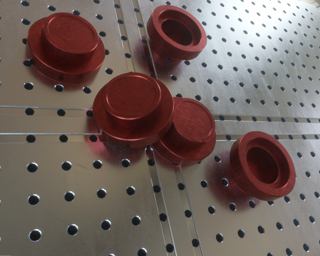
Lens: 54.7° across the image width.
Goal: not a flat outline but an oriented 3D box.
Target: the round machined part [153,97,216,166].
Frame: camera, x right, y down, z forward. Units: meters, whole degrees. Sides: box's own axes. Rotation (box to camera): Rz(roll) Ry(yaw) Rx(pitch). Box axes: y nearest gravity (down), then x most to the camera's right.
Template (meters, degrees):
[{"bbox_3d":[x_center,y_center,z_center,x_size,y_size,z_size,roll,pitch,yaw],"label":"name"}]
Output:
[{"bbox_3d":[0.035,-0.002,0.419,0.099,0.042,0.098,14,56,-21],"label":"round machined part"}]

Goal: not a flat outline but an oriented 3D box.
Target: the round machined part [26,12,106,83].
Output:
[{"bbox_3d":[-0.118,-0.110,0.401,0.099,0.042,0.098,14,56,-21],"label":"round machined part"}]

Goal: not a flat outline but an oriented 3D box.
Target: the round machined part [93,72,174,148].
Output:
[{"bbox_3d":[-0.032,-0.028,0.374,0.099,0.042,0.098,-1,59,1],"label":"round machined part"}]

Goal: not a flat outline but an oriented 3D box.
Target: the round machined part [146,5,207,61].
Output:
[{"bbox_3d":[0.023,-0.148,0.502,0.099,0.042,0.098,14,56,-21],"label":"round machined part"}]

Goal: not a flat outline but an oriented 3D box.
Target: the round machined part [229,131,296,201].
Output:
[{"bbox_3d":[0.139,0.056,0.440,0.099,0.042,0.098,14,56,-21],"label":"round machined part"}]
